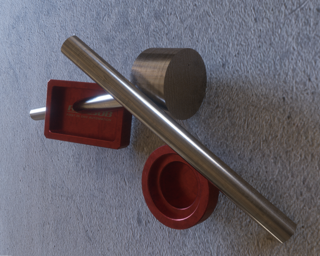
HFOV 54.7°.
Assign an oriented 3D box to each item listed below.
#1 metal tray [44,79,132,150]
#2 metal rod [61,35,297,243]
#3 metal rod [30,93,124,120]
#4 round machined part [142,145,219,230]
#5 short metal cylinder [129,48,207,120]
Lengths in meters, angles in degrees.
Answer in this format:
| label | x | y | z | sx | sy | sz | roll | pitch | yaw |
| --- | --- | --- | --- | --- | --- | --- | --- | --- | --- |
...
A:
| label | x | y | z | sx | sy | sz | roll | pitch | yaw |
| --- | --- | --- | --- | --- | --- | --- | --- | --- | --- |
| metal tray | -0.107 | -0.022 | 0.461 | 0.130 | 0.030 | 0.089 | 7 | 95 | 19 |
| metal rod | 0.013 | 0.006 | 0.323 | 0.300 | 0.025 | 0.025 | 41 | 117 | 7 |
| metal rod | -0.139 | -0.032 | 0.496 | 0.300 | 0.025 | 0.025 | -3 | 88 | 47 |
| round machined part | 0.028 | 0.067 | 0.371 | 0.098 | 0.042 | 0.097 | 0 | 90 | 40 |
| short metal cylinder | 0.011 | -0.052 | 0.360 | 0.050 | 0.081 | 0.079 | 13 | 98 | 39 |
